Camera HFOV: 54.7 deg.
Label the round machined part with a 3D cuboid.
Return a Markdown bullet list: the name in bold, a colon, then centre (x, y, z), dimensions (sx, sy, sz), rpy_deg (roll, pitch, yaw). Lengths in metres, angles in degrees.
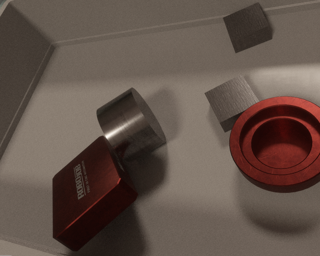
- **round machined part**: centre (0.125, 0.019, 0.317), dimensions (0.098, 0.042, 0.098), rpy_deg (-13, 56, 20)

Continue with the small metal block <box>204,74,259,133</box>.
- **small metal block**: centre (0.089, -0.030, 0.377), dimensions (0.050, 0.025, 0.050), rpy_deg (-27, 53, 10)

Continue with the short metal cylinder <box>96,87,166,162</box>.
- **short metal cylinder**: centre (-0.035, -0.004, 0.390), dimensions (0.050, 0.080, 0.080), rpy_deg (-32, 52, 8)

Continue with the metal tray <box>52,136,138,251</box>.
- **metal tray**: centre (-0.084, 0.069, 0.370), dimensions (0.090, 0.030, 0.130), rpy_deg (-41, 27, -1)

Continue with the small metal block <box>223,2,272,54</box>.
- **small metal block**: centre (0.120, -0.138, 0.426), dimensions (0.050, 0.025, 0.050), rpy_deg (-20, 55, 17)
